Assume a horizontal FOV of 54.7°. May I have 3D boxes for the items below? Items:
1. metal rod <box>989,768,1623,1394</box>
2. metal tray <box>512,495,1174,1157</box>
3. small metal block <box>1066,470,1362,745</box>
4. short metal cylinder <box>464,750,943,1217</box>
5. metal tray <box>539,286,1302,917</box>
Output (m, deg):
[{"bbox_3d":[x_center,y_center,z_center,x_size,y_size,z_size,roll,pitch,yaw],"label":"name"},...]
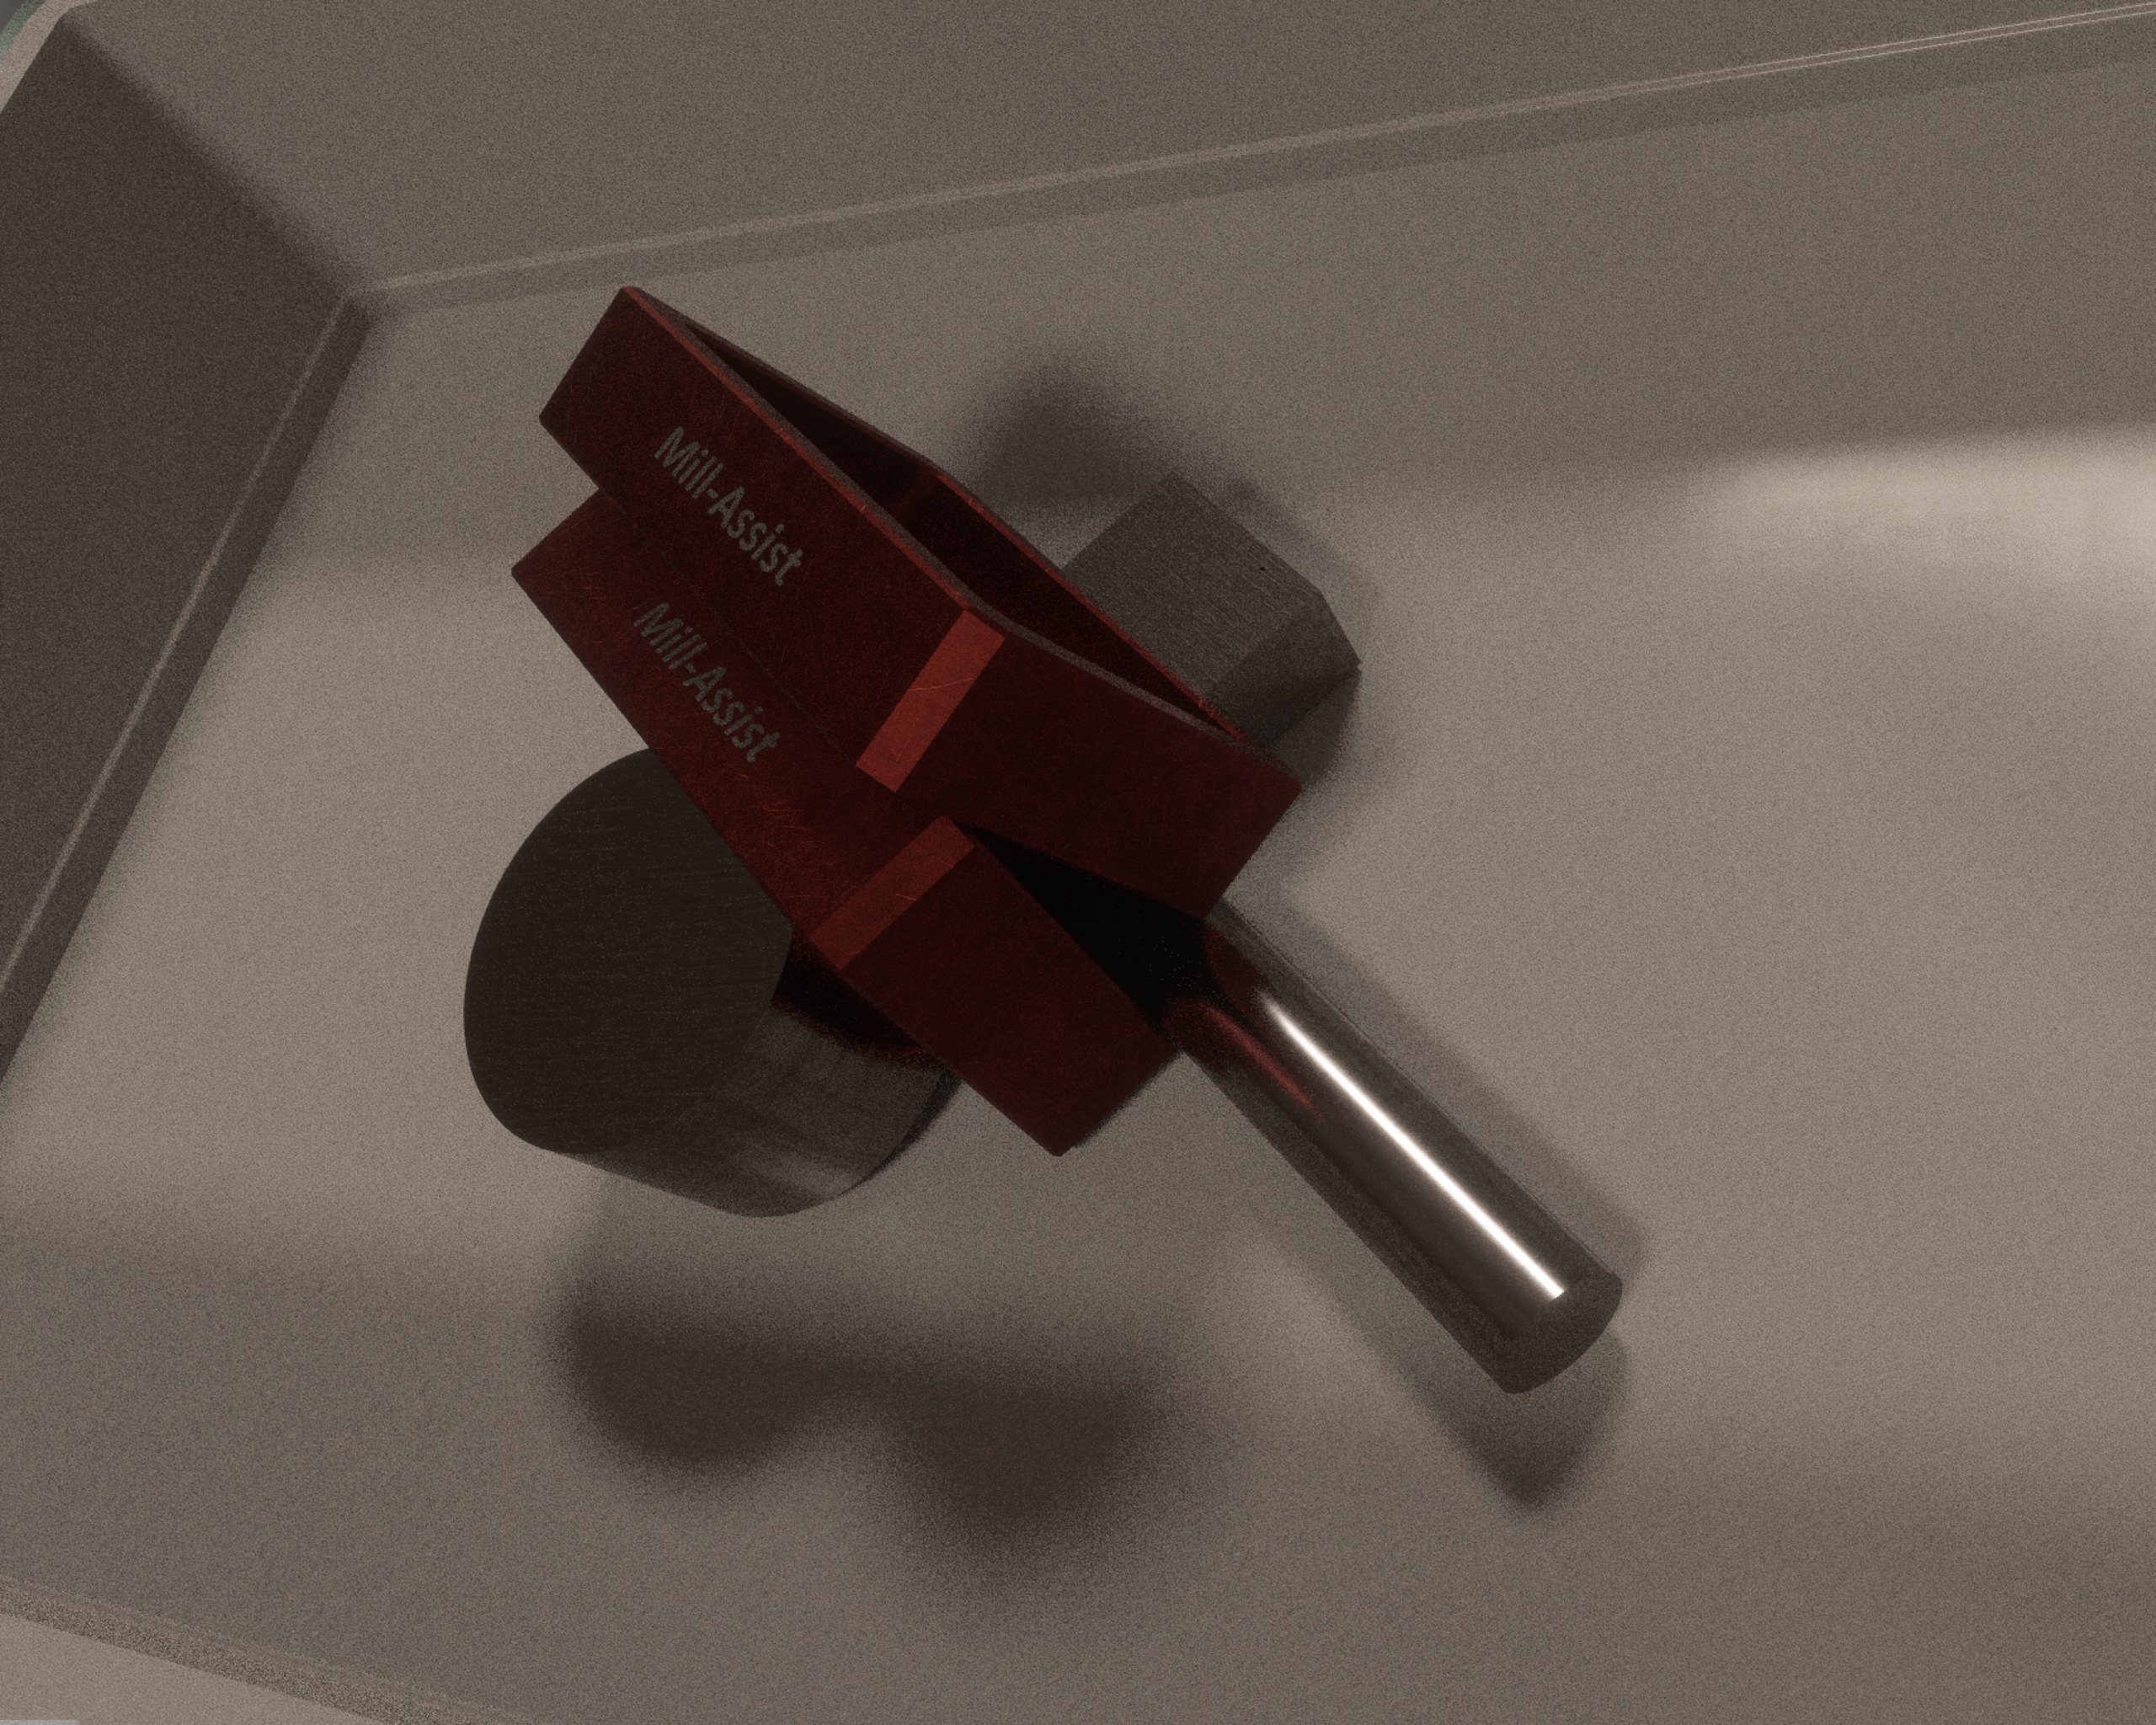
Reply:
[{"bbox_3d":[-0.008,-0.011,0.415,0.025,0.025,0.300,-43,51,-2],"label":"metal rod"},{"bbox_3d":[-0.045,-0.011,0.391,0.030,0.090,0.130,-43,51,-1],"label":"metal tray"},{"bbox_3d":[0.019,-0.043,0.419,0.050,0.025,0.050,-42,51,-1],"label":"small metal block"},{"bbox_3d":[-0.070,0.023,0.401,0.080,0.050,0.080,-14,61,28],"label":"short metal cylinder"},{"bbox_3d":[-0.030,-0.048,0.373,0.030,0.090,0.130,-54,50,12],"label":"metal tray"}]
